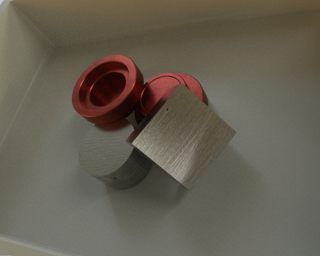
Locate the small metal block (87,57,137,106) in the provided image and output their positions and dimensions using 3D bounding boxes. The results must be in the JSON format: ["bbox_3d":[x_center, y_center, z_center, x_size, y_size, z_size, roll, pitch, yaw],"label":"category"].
[{"bbox_3d":[-0.071,-0.070,0.465,0.050,0.050,0.025,-39,51,2],"label":"small metal block"}]

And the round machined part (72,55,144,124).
[{"bbox_3d":[-0.065,-0.047,0.417,0.098,0.042,0.098,-13,56,20],"label":"round machined part"}]

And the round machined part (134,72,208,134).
[{"bbox_3d":[0.009,-0.033,0.405,0.098,0.042,0.098,-13,56,20],"label":"round machined part"}]

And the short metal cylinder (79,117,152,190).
[{"bbox_3d":[-0.055,0.032,0.395,0.080,0.050,0.080,-13,56,20],"label":"short metal cylinder"}]

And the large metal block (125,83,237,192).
[{"bbox_3d":[0.021,0.010,0.342,0.080,0.080,0.050,-51,11,-9],"label":"large metal block"}]
